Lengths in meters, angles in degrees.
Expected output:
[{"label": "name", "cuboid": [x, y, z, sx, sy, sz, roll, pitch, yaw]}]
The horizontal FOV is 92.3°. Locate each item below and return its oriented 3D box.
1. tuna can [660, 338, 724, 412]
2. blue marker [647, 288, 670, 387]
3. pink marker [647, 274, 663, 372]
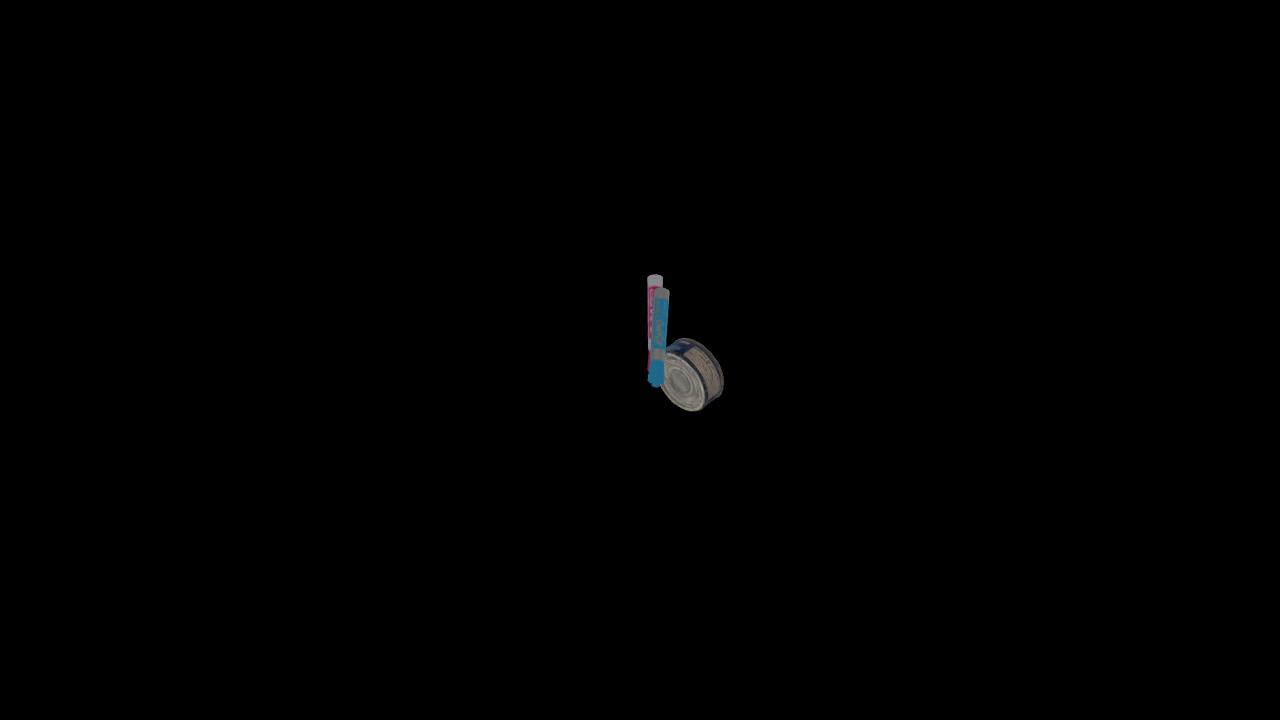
[{"label": "tuna can", "cuboid": [0.056, 0.018, 0.722, 0.034, 0.084, 0.084, -34, 20, -31]}, {"label": "blue marker", "cuboid": [0.021, -0.026, 0.696, 0.020, 0.121, 0.020, 4, -25, 2]}, {"label": "pink marker", "cuboid": [0.018, -0.041, 0.718, 0.020, 0.121, 0.020, 0, -15, 0]}]
